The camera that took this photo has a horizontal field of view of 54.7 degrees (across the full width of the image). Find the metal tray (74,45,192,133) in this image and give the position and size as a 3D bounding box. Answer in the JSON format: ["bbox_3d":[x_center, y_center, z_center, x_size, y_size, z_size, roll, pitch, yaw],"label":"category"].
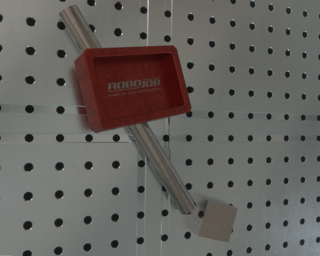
[{"bbox_3d":[-0.028,-0.051,0.377,0.131,0.030,0.089,-13,89,-36],"label":"metal tray"}]

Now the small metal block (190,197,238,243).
[{"bbox_3d":[0.077,0.131,0.443,0.050,0.025,0.050,19,84,-20],"label":"small metal block"}]

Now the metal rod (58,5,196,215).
[{"bbox_3d":[-0.036,-0.015,0.400,0.025,0.025,0.299,-34,101,-17],"label":"metal rod"}]
